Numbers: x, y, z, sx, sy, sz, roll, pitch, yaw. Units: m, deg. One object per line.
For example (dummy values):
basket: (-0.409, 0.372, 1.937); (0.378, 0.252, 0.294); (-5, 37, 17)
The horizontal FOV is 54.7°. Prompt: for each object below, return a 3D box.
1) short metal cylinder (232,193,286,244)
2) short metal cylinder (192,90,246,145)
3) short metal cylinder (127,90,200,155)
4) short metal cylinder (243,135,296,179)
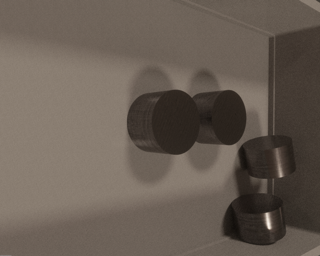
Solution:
short metal cylinder: (0.163, 0.147, 0.511); (0.081, 0.080, 0.050); (-17, 101, -39)
short metal cylinder: (0.085, -0.015, 0.464); (0.081, 0.050, 0.079); (0, 90, -40)
short metal cylinder: (0.005, -0.007, 0.397); (0.081, 0.050, 0.079); (0, 90, -40)
short metal cylinder: (0.187, 0.048, 0.531); (0.081, 0.080, 0.050); (-21, 104, -38)
